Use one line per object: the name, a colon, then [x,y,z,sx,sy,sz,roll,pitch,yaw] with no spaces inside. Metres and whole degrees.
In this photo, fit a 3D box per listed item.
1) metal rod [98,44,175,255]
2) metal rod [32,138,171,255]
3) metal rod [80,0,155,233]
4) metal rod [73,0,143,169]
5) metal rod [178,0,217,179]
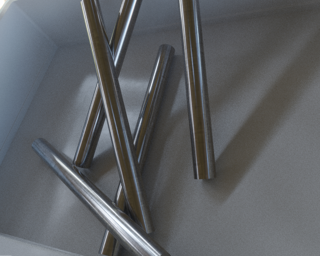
metal rod: [-0.023,0.012,0.410,0.025,0.025,0.300,0,62,28]
metal rod: [-0.095,0.076,0.384,0.300,0.025,0.025,27,76,45]
metal rod: [-0.055,-0.023,0.377,0.025,0.025,0.299,-19,77,17]
metal rod: [-0.063,-0.088,0.416,0.025,0.025,0.298,24,99,36]
metal rod: [0.039,-0.092,0.362,0.025,0.025,0.298,-7,84,24]
